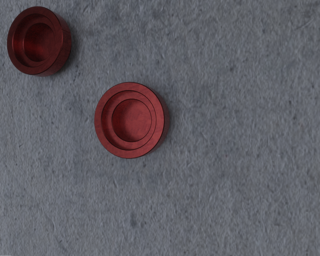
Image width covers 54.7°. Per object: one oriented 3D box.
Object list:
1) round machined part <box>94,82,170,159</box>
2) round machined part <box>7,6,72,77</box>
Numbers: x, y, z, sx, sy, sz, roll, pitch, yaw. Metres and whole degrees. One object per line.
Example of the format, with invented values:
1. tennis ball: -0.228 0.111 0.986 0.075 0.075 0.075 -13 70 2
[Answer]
1. round machined part: -0.034 -0.010 0.411 0.098 0.042 0.097 0 90 19
2. round machined part: -0.172 -0.124 0.459 0.098 0.042 0.097 0 90 19
